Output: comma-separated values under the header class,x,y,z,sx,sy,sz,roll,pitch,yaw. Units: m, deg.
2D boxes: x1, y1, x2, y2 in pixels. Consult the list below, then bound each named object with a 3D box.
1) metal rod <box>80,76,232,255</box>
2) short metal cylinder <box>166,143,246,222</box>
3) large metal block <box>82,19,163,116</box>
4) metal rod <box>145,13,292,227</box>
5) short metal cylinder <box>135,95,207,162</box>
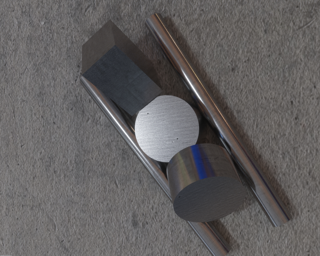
class,x,y,z,sx,sy,sz,roll,pitch,yaw
metal rod,-0.013,0.041,0.414,0.025,0.025,0.300,-42,77,15
short metal cylinder,0.051,0.064,0.356,0.080,0.080,0.050,-33,37,17
large metal block,-0.048,-0.075,0.381,0.050,0.080,0.080,-38,36,16
metal rod,0.066,-0.018,0.386,0.025,0.025,0.299,-34,79,17
short metal cylinder,0.016,0.001,0.391,0.080,0.050,0.080,0,90,20
